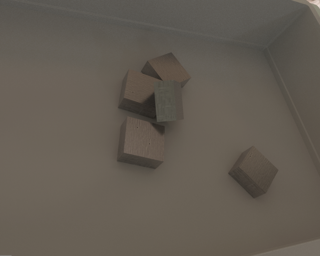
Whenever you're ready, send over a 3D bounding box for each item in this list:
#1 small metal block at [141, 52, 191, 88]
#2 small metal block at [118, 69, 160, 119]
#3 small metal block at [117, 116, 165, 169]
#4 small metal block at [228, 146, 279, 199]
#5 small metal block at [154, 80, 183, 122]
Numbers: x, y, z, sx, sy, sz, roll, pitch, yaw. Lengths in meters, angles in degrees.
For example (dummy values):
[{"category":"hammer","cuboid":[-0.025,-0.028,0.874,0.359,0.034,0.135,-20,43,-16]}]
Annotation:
[{"category":"small metal block","cuboid":[0.009,-0.080,0.459,0.050,0.025,0.050,-29,78,-37]},{"category":"small metal block","cuboid":[-0.026,-0.046,0.420,0.050,0.025,0.050,17,55,-18]},{"category":"small metal block","cuboid":[-0.023,0.019,0.382,0.050,0.025,0.050,15,56,-20]},{"category":"small metal block","cuboid":[0.133,0.062,0.439,0.050,0.025,0.050,45,51,3]},{"category":"small metal block","cuboid":[0.012,-0.034,0.404,0.050,0.025,0.050,-12,97,-76]}]
